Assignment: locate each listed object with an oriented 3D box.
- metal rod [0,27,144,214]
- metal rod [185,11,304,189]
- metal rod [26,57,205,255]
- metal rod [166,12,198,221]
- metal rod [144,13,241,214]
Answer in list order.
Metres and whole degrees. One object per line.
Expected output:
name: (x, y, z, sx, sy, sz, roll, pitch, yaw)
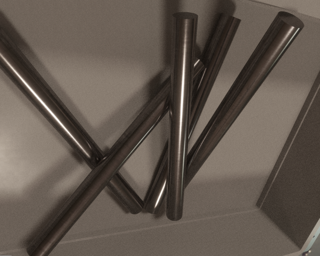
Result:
metal rod: (-0.093, 0.018, 0.369, 0.025, 0.025, 0.299, -35, 129, -6)
metal rod: (0.070, -0.001, 0.376, 0.025, 0.025, 0.298, -6, 144, -26)
metal rod: (-0.050, 0.032, 0.373, 0.300, 0.025, 0.025, -50, 130, -4)
metal rod: (0.023, 0.011, 0.389, 0.025, 0.025, 0.298, -15, 128, -21)
metal rod: (0.037, -0.005, 0.427, 0.025, 0.025, 0.298, 7, 115, -32)
